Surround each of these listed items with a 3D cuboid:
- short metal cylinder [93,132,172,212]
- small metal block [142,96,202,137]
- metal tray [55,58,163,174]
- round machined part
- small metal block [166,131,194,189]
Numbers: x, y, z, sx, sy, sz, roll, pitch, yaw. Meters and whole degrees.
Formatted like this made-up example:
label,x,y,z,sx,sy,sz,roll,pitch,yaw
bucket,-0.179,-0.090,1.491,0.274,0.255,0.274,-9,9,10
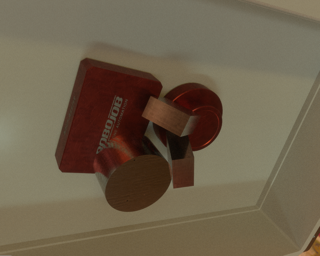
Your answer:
label,x,y,z,sx,sy,sz,roll,pitch,yaw
short metal cylinder,-0.033,0.051,0.367,0.081,0.050,0.079,-14,125,-21
small metal block,0.015,-0.014,0.358,0.025,0.050,0.050,-65,163,12
metal tray,-0.061,-0.007,0.364,0.091,0.030,0.129,8,114,-32
round machined part,0.044,-0.008,0.416,0.099,0.042,0.097,-14,125,-21
small metal block,0.024,0.037,0.378,0.025,0.050,0.050,-7,130,-3
